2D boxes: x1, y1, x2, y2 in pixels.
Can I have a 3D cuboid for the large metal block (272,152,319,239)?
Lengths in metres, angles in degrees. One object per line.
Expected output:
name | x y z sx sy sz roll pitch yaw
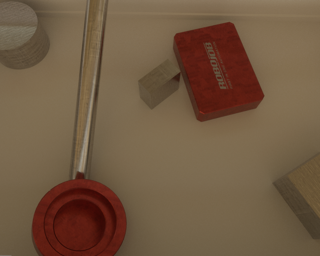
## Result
large metal block | 0.200 0.075 0.371 0.080 0.050 0.080 -30 73 -11

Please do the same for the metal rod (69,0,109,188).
metal rod | -0.083 -0.074 0.372 0.025 0.025 0.298 7 94 2

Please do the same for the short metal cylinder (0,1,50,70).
short metal cylinder | -0.206 -0.131 0.442 0.081 0.050 0.080 0 70 0

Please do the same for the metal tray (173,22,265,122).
metal tray | 0.079 -0.081 0.438 0.091 0.030 0.130 -14 71 -6

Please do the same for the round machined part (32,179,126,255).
round machined part | -0.091 0.110 0.346 0.099 0.042 0.098 13 54 -18

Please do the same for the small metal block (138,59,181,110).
small metal block | -0.001 -0.058 0.418 0.050 0.050 0.025 -39 75 -13
